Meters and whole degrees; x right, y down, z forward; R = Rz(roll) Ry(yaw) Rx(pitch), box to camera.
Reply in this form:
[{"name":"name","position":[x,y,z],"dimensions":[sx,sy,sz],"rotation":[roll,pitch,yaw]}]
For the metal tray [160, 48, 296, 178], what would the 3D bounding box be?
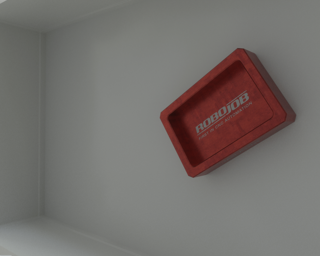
[{"name":"metal tray","position":[0.068,-0.013,0.346],"dimensions":[0.130,0.030,0.090],"rotation":[-39,67,33]}]
